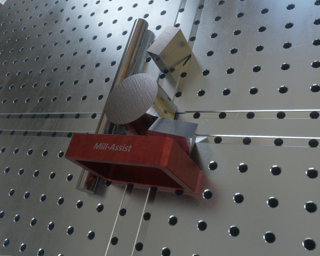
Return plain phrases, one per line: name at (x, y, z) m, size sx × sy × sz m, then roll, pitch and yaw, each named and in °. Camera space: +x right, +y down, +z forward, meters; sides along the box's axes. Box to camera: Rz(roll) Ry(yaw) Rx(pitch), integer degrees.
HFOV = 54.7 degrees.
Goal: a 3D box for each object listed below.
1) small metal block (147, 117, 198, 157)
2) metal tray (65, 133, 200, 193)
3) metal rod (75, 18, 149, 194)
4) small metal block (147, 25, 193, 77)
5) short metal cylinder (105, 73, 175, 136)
small metal block at (0.016, 0.010, 0.368) m, size 0.050 × 0.025 × 0.050 m, roll 11°, pitch 21°, yaw 11°
metal tray at (-0.031, 0.040, 0.357) m, size 0.130 × 0.090 × 0.030 m, roll 1°, pitch 63°, yaw 29°
metal rod at (-0.066, -0.049, 0.472) m, size 0.025 × 0.025 × 0.300 m, roll 0°, pitch 61°, yaw 28°
small metal block at (0.015, -0.112, 0.453) m, size 0.025 × 0.050 × 0.050 m, roll 30°, pitch 79°, yaw 38°
short metal cylinder at (-0.026, -0.027, 0.419) m, size 0.080 × 0.050 × 0.080 m, roll -16°, pitch 52°, yaw 23°
